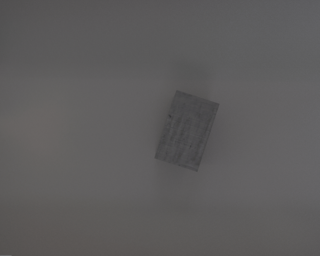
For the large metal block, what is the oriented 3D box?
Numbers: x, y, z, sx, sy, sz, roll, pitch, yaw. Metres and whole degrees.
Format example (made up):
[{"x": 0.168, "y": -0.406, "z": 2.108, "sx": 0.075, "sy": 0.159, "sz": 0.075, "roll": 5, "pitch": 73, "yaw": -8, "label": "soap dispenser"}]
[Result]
[{"x": 0.030, "y": 0.003, "z": 0.384, "sx": 0.050, "sy": 0.080, "sz": 0.080, "roll": 18, "pitch": 90, "yaw": 0, "label": "large metal block"}]
